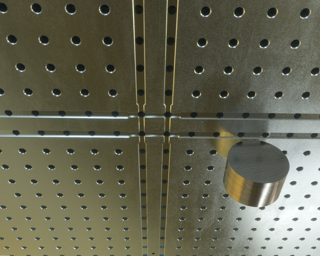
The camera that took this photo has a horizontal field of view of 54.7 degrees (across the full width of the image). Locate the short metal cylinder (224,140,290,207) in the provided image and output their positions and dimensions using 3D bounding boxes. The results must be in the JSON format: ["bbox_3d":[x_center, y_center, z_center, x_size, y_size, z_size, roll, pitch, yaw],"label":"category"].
[{"bbox_3d":[0.132,0.062,0.430,0.081,0.080,0.050,-1,130,0],"label":"short metal cylinder"}]
